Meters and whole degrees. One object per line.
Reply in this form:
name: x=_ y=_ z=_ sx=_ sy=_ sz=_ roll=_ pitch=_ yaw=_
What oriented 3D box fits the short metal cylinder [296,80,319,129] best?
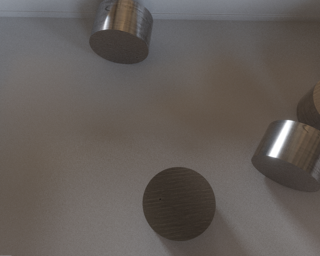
short metal cylinder: x=0.231 y=-0.025 z=0.409 sx=0.081 sy=0.050 sz=0.080 roll=0 pitch=70 yaw=0

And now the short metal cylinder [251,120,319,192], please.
short metal cylinder: x=0.158 y=0.034 z=0.370 sx=0.080 sy=0.080 sz=0.050 roll=29 pitch=73 yaw=10

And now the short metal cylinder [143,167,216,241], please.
short metal cylinder: x=0.021 y=0.090 z=0.364 sx=0.081 sy=0.050 sz=0.080 roll=0 pitch=70 yaw=0

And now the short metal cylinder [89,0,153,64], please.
short metal cylinder: x=-0.052 y=-0.131 z=0.428 sx=0.080 sy=0.080 sz=0.050 roll=6 pitch=70 yaw=2
